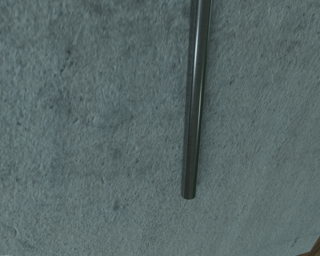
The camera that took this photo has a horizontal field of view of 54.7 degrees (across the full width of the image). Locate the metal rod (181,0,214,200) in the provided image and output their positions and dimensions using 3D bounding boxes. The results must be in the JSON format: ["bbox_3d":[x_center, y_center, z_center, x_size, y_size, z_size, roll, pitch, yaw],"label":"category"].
[{"bbox_3d":[0.046,-0.020,0.421,0.025,0.025,0.298,-14,124,-21],"label":"metal rod"}]
